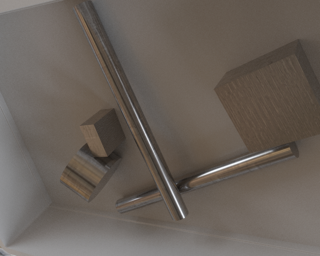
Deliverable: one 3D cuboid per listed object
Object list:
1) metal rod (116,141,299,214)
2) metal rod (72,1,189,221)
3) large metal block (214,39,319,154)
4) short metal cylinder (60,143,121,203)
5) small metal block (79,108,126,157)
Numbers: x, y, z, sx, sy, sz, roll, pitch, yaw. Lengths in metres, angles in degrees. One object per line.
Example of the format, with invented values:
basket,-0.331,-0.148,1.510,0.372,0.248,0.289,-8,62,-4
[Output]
metal rod,0.042,0.076,0.432,0.299,0.025,0.025,-27,104,37
metal rod,-0.032,-0.012,0.398,0.025,0.025,0.299,-16,105,34
large metal block,0.115,-0.030,0.313,0.080,0.050,0.080,-22,107,36
short metal cylinder,-0.102,0.064,0.465,0.050,0.080,0.079,35,129,5
small metal block,-0.079,0.006,0.436,0.025,0.050,0.050,-5,116,30
